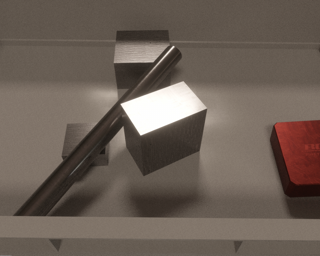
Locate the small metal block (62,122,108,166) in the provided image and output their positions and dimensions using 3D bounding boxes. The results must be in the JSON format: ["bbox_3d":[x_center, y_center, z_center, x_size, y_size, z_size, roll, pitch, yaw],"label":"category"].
[{"bbox_3d":[-0.091,0.021,0.387,0.050,0.025,0.050,-3,50,-3],"label":"small metal block"}]

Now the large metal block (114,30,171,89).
[{"bbox_3d":[-0.026,-0.106,0.478,0.081,0.050,0.080,-1,50,-2],"label":"large metal block"}]

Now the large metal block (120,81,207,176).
[{"bbox_3d":[0.004,0.002,0.368,0.081,0.080,0.050,-22,54,-18],"label":"large metal block"}]

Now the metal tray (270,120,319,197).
[{"bbox_3d":[0.208,0.033,0.368,0.131,0.030,0.090,-3,50,5],"label":"metal tray"}]

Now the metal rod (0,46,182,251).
[{"bbox_3d":[-0.065,0.004,0.363,0.025,0.025,0.301,28,63,21],"label":"metal rod"}]
